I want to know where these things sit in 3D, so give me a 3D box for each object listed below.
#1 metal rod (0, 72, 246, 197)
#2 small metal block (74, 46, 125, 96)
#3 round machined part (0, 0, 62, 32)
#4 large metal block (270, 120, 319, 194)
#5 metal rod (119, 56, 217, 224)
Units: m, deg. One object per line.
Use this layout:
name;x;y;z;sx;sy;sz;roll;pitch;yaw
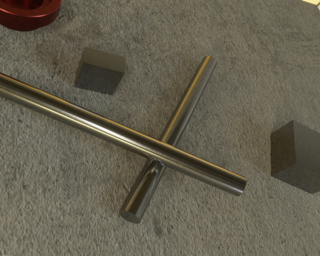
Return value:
metal rod;-0.043;0.009;0.351;0.301;0.025;0.025;23;53;-5
small metal block;-0.076;-0.070;0.390;0.050;0.050;0.025;11;57;-23
round machined part;-0.180;-0.163;0.396;0.099;0.042;0.098;14;56;-21
large metal block;0.222;0.046;0.483;0.080;0.050;0.080;24;53;-14
metal rod;0.025;-0.008;0.423;0.025;0.025;0.301;34;51;-6
